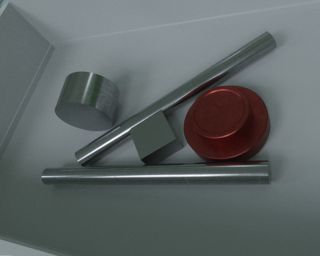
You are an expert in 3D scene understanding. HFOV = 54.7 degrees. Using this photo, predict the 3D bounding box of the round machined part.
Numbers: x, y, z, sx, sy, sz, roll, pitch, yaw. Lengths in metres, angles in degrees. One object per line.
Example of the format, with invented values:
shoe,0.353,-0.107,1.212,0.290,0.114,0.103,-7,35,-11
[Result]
round machined part,0.073,-0.010,0.358,0.098,0.042,0.098,-13,56,20

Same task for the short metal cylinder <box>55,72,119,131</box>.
short metal cylinder,-0.103,-0.036,0.443,0.080,0.080,0.050,-5,60,25

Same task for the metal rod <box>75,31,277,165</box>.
metal rod,0.016,-0.035,0.416,0.300,0.025,0.025,-32,52,7

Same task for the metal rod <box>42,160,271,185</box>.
metal rod,-0.024,0.057,0.380,0.301,0.025,0.025,-5,60,25

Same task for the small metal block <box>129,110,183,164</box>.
small metal block,-0.006,0.014,0.396,0.050,0.025,0.050,-31,52,8
